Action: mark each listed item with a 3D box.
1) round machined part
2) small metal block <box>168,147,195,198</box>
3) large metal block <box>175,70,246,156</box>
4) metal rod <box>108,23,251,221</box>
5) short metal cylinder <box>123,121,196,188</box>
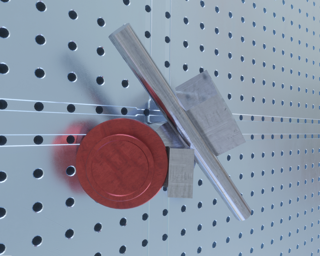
[{"bbox_3d":[-0.040,0.038,0.327,0.099,0.042,0.097,0,93,-2],"label":"round machined part"},{"bbox_3d":[0.022,0.046,0.339,0.025,0.050,0.050,3,89,0],"label":"small metal block"},{"bbox_3d":[0.065,-0.020,0.415,0.080,0.050,0.080,54,16,-27],"label":"large metal block"},{"bbox_3d":[0.038,0.012,0.372,0.025,0.025,0.300,-51,120,-28],"label":"metal rod"},{"bbox_3d":[0.000,0.031,0.388,0.081,0.050,0.079,0,90,-40],"label":"short metal cylinder"}]
